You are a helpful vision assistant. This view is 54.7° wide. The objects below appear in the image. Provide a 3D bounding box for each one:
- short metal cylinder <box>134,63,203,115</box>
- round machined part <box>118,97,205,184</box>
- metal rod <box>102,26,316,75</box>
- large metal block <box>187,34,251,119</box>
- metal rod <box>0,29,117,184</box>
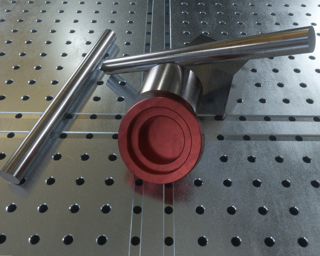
[{"bbox_3d":[0.012,-0.036,0.403,0.080,0.080,0.050,12,51,9],"label":"short metal cylinder"},{"bbox_3d":[0.004,0.013,0.363,0.098,0.097,0.042,21,9,16],"label":"round machined part"},{"bbox_3d":[0.031,-0.090,0.390,0.300,0.025,0.025,3,43,41],"label":"metal rod"},{"bbox_3d":[0.073,-0.072,0.433,0.080,0.080,0.050,31,56,23],"label":"large metal block"},{"bbox_3d":[-0.131,-0.052,0.449,0.025,0.025,0.300,13,51,10],"label":"metal rod"}]
